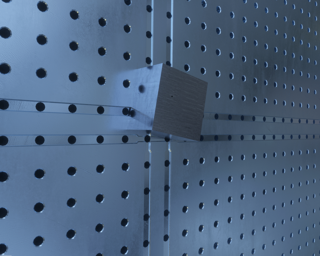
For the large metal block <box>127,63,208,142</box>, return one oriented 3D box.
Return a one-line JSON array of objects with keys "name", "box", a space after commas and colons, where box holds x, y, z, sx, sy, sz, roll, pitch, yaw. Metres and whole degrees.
[{"name": "large metal block", "box": [0.011, -0.029, 0.401, 0.080, 0.050, 0.080, 15, 81, -39]}]
